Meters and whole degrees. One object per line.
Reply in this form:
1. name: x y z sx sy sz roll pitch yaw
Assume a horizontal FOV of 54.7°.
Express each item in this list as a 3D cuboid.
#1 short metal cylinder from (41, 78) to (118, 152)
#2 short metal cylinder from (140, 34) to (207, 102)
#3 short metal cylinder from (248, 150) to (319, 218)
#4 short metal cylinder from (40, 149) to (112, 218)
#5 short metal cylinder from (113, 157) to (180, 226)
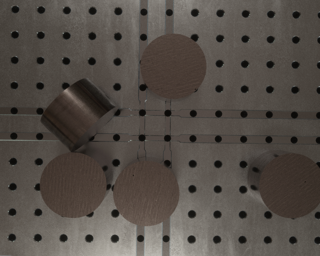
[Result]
1. short metal cylinder: -0.098 -0.016 0.385 0.050 0.080 0.080 45 90 0
2. short metal cylinder: 0.016 -0.075 0.401 0.081 0.050 0.079 0 90 -1
3. short metal cylinder: 0.161 0.070 0.403 0.081 0.050 0.079 0 90 -1
4. short metal cylinder: -0.105 0.069 0.400 0.081 0.050 0.079 0 90 -1
5. short metal cylinder: -0.017 0.079 0.401 0.081 0.050 0.079 0 90 -1
